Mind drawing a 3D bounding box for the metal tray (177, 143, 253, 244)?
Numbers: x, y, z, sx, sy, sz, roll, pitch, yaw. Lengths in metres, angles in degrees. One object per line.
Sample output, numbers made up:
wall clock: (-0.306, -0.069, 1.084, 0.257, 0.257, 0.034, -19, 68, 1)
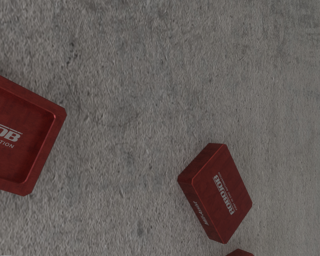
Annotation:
metal tray: (0.089, 0.099, 0.475, 0.090, 0.030, 0.130, -42, 116, -32)

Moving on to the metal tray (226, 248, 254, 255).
metal tray: (0.101, 0.258, 0.486, 0.131, 0.030, 0.089, -8, 95, -40)

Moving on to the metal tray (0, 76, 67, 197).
metal tray: (-0.159, -0.004, 0.267, 0.131, 0.030, 0.090, 31, 71, -36)
